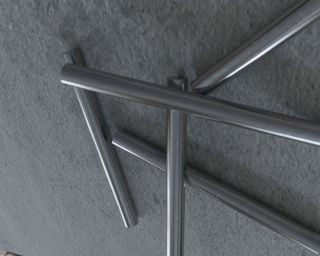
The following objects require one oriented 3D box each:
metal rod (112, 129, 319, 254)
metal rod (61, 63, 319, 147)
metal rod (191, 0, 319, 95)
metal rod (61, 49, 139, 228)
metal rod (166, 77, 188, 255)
[{"bbox_3d":[0.070,0.080,0.418,0.301,0.025,0.025,27,128,10],"label":"metal rod"},{"bbox_3d":[0.036,-0.026,0.339,0.301,0.025,0.025,14,125,8],"label":"metal rod"},{"bbox_3d":[0.141,-0.111,0.263,0.299,0.025,0.025,-35,99,38],"label":"metal rod"},{"bbox_3d":[-0.083,0.031,0.467,0.025,0.025,0.298,-1,118,28],"label":"metal rod"},{"bbox_3d":[0.021,0.083,0.408,0.025,0.025,0.298,8,111,23],"label":"metal rod"}]
